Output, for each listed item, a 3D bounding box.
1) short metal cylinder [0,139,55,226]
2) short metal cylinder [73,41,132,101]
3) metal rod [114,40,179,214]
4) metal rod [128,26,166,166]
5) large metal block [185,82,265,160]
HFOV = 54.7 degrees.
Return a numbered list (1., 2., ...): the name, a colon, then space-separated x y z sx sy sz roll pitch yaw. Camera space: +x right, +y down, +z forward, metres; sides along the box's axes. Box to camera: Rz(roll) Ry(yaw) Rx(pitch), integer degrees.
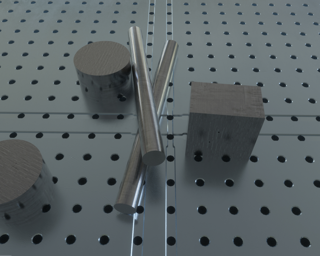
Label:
1. short metal cylinder: -0.163 0.059 0.340 0.081 0.050 0.080 0 50 0
2. short metal cylinder: -0.083 -0.085 0.463 0.081 0.050 0.080 0 50 0
3. metal rod: -0.009 -0.026 0.428 0.025 0.025 0.300 8 50 7
4. metal rod: -0.026 -0.068 0.440 0.025 0.025 0.300 -6 43 -5
5. large metal block: 0.075 -0.007 0.379 0.080 0.080 0.050 5 50 4
